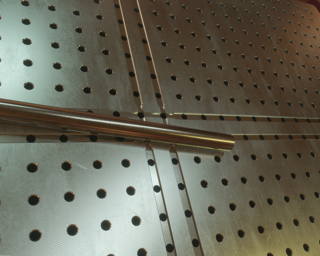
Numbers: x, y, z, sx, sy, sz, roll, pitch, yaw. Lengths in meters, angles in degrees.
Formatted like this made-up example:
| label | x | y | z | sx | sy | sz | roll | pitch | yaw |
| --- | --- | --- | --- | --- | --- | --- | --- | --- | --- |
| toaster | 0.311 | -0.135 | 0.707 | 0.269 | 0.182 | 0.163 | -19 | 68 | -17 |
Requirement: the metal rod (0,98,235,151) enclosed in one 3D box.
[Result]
| label | x | y | z | sx | sy | sz | roll | pitch | yaw |
| --- | --- | --- | --- | --- | --- | --- | --- | --- | --- |
| metal rod | -0.036 | 0.001 | 0.389 | 0.302 | 0.025 | 0.025 | 9 | 58 | -24 |
